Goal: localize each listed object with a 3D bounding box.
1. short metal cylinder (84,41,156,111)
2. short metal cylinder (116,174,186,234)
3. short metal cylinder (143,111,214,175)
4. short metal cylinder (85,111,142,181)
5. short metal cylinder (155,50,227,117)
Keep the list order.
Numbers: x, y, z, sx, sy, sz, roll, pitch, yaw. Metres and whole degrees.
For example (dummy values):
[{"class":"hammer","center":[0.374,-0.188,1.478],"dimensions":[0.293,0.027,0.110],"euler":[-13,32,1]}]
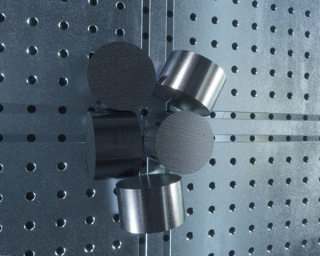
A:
[{"class":"short metal cylinder","center":[-0.051,-0.060,0.380],"dimensions":[0.081,0.050,0.079],"euler":[0,90,-19]},{"class":"short metal cylinder","center":[-0.011,0.089,0.379],"dimensions":[0.081,0.080,0.050],"euler":[-7,93,-20]},{"class":"short metal cylinder","center":[0.023,0.018,0.408],"dimensions":[0.081,0.050,0.079],"euler":[0,91,-21]},{"class":"short metal cylinder","center":[-0.057,0.020,0.363],"dimensions":[0.050,0.080,0.079],"euler":[-3,91,-21]},{"class":"short metal cylinder","center":[0.038,-0.056,0.397],"dimensions":[0.080,0.080,0.050],"euler":[30,80,-18]}]
